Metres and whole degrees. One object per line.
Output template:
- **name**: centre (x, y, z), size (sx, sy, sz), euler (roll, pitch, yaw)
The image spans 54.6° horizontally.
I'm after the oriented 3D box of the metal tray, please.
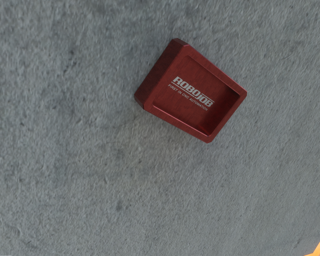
- **metal tray**: centre (0.043, -0.042, 0.400), size (0.131, 0.030, 0.090), euler (27, 103, -37)
